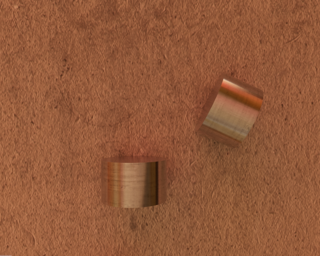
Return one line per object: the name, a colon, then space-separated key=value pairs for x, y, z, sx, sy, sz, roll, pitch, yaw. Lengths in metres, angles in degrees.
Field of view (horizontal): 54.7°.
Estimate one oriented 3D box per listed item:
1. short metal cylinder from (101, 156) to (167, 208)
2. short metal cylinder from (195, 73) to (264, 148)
short metal cylinder: x=-0.032 y=0.063 z=0.382 sx=0.081 sy=0.080 sz=0.050 roll=0 pitch=90 yaw=0
short metal cylinder: x=0.084 y=-0.021 z=0.383 sx=0.050 sy=0.080 sz=0.080 roll=25 pitch=90 yaw=0
